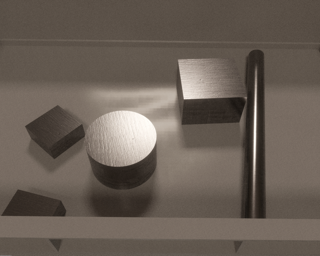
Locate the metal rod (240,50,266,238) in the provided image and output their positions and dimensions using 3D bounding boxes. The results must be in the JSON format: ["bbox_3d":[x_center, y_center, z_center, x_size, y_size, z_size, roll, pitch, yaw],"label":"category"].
[{"bbox_3d":[0.126,-0.005,0.411,0.025,0.025,0.300,9,50,7],"label":"metal rod"}]

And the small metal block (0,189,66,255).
[{"bbox_3d":[-0.135,0.097,0.322,0.050,0.025,0.050,12,51,9],"label":"small metal block"}]

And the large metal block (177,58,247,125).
[{"bbox_3d":[0.068,-0.052,0.434,0.081,0.050,0.080,-2,50,-3],"label":"large metal block"}]

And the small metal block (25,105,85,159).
[{"bbox_3d":[-0.134,0.004,0.400,0.050,0.025,0.050,34,58,25],"label":"small metal block"}]

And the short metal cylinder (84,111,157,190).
[{"bbox_3d":[-0.044,0.026,0.367,0.081,0.050,0.080,0,50,0],"label":"short metal cylinder"}]
